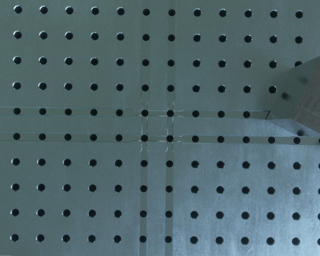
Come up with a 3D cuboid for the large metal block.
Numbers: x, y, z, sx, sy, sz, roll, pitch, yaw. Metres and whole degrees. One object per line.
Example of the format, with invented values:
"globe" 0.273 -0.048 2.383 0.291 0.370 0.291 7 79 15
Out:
"large metal block" 0.186 -0.035 0.387 0.050 0.080 0.080 27 90 0
